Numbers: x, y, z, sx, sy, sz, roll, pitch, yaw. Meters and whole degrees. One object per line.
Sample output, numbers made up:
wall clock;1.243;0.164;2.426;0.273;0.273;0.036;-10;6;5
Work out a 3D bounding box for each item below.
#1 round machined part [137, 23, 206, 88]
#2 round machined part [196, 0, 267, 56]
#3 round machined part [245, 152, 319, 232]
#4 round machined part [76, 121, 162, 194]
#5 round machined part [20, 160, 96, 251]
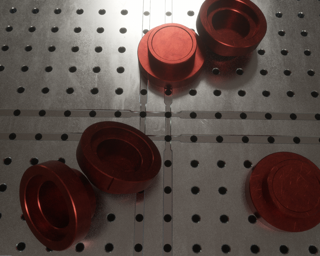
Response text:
round machined part;0.017;-0.110;0.443;0.099;0.042;0.098;0;70;-1
round machined part;0.100;-0.144;0.452;0.099;0.042;0.098;3;66;-7
round machined part;0.158;0.076;0.377;0.099;0.042;0.098;0;70;-1
round machined part;-0.051;0.040;0.370;0.099;0.042;0.098;20;34;-14
round machined part;-0.112;0.084;0.353;0.098;0.042;0.097;8;104;33
